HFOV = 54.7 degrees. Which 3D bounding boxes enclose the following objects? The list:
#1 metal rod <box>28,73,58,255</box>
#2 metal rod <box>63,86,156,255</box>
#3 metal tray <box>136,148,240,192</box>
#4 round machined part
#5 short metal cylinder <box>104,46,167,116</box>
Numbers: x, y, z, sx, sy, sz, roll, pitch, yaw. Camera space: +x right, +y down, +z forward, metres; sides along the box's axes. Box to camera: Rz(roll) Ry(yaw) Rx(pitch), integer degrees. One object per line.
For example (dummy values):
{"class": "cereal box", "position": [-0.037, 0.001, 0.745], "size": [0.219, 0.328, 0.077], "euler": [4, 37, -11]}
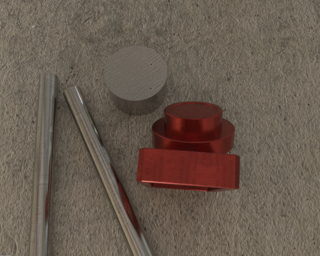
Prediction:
{"class": "metal rod", "position": [-0.144, 0.069, 0.381], "size": [0.025, 0.025, 0.299], "euler": [-4, 70, -2]}
{"class": "metal rod", "position": [-0.055, 0.077, 0.379], "size": [0.025, 0.025, 0.299], "euler": [-25, 72, -9]}
{"class": "metal tray", "position": [0.026, 0.049, 0.333], "size": [0.091, 0.130, 0.030], "euler": [4, 77, 1]}
{"class": "round machined part", "position": [0.039, -0.003, 0.370], "size": [0.099, 0.098, 0.042], "euler": [-1, 111, -1]}
{"class": "short metal cylinder", "position": [-0.031, -0.063, 0.418], "size": [0.081, 0.050, 0.080], "euler": [0, 70, 0]}
